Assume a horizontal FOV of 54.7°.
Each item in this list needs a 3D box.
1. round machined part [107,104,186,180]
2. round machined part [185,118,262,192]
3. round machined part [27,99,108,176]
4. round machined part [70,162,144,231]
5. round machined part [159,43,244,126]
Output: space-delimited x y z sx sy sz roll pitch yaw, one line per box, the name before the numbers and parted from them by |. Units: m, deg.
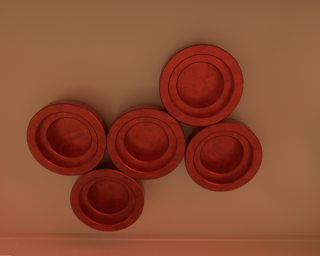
round machined part | -0.017 0.015 0.404 0.099 0.042 0.097 0 110 0
round machined part | 0.081 0.032 0.412 0.099 0.042 0.097 0 110 0
round machined part | -0.115 0.009 0.402 0.099 0.042 0.097 0 110 0
round machined part | -0.071 0.091 0.432 0.099 0.042 0.097 0 110 0
round machined part | 0.048 -0.055 0.380 0.099 0.042 0.097 0 110 0
